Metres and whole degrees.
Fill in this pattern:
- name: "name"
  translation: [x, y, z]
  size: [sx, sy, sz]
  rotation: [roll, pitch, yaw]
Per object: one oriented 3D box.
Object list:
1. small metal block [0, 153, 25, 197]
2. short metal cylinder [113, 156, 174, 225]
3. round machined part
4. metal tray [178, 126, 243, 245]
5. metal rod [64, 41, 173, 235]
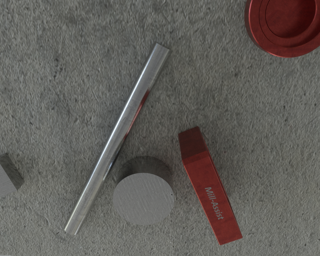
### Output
- name: "small metal block"
  translation: [-0.229, 0.069, 0.433]
  size: [0.050, 0.025, 0.050]
  rotation: [-20, 109, 7]
- name: "short metal cylinder"
  translation: [-0.021, 0.085, 0.428]
  size: [0.081, 0.050, 0.079]
  rotation: [0, 110, 0]
- name: "round machined part"
  translation: [0.145, -0.132, 0.353]
  size: [0.099, 0.042, 0.097]
  rotation: [0, 110, 0]
- name: "metal tray"
  translation: [0.064, 0.072, 0.402]
  size: [0.030, 0.090, 0.129]
  rotation: [-22, 109, 8]
- name: "metal rod"
  translation: [-0.064, 0.026, 0.418]
  size: [0.025, 0.025, 0.298]
  rotation: [26, 108, -9]
